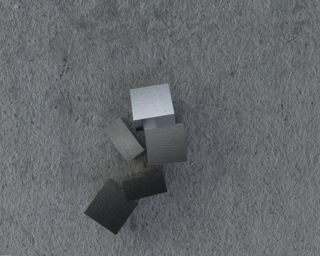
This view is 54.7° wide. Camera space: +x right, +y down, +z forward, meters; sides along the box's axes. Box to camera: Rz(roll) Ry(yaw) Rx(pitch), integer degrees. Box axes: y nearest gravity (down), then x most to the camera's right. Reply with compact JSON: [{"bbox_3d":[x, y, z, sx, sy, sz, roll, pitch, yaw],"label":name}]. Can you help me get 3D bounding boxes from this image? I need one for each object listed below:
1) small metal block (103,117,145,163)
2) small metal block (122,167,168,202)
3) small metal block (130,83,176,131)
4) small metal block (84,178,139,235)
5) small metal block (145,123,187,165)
[{"bbox_3d":[-0.044,0.014,0.397,0.025,0.050,0.050,-37,90,0],"label":"small metal block"},{"bbox_3d":[-0.018,0.071,0.397,0.050,0.050,0.025,-14,90,0],"label":"small metal block"},{"bbox_3d":[-0.010,-0.027,0.398,0.050,0.025,0.050,-9,56,0],"label":"small metal block"},{"bbox_3d":[-0.063,0.103,0.409,0.050,0.025,0.050,35,90,0],"label":"small metal block"},{"bbox_3d":[0.007,0.021,0.410,0.050,0.025,0.050,-6,90,0],"label":"small metal block"}]
